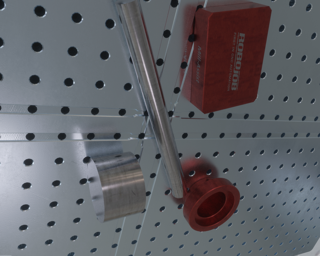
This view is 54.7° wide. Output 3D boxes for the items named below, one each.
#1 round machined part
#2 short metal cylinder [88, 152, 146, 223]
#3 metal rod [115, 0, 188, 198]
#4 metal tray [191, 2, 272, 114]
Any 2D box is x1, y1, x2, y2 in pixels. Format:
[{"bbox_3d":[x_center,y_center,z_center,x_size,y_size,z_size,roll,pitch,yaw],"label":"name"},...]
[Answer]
[{"bbox_3d":[0.082,0.123,0.521,0.099,0.042,0.097,-14,124,-21],"label":"round machined part"},{"bbox_3d":[-0.056,0.073,0.390,0.050,0.080,0.079,-9,122,-24],"label":"short metal cylinder"},{"bbox_3d":[-0.001,-0.014,0.401,0.025,0.025,0.298,-25,128,-13],"label":"metal rod"},{"bbox_3d":[0.089,-0.089,0.402,0.091,0.030,0.129,-14,125,-21],"label":"metal tray"}]
